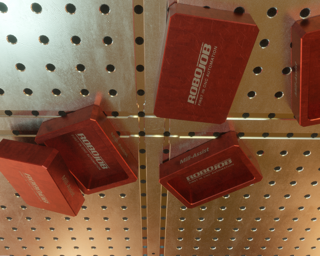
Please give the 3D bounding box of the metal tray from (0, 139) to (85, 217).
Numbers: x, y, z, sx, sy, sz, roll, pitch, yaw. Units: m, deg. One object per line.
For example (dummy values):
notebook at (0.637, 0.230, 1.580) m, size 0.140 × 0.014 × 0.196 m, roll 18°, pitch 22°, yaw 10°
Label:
metal tray at (-0.170, 0.074, 0.444) m, size 0.090 × 0.030 × 0.129 m, roll 8°, pitch 138°, yaw 16°

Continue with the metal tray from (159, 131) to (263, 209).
metal tray at (0.075, 0.067, 0.466) m, size 0.130 × 0.030 × 0.090 m, roll -28°, pitch 125°, yaw 21°

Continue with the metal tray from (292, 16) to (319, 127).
metal tray at (0.203, -0.066, 0.355) m, size 0.090 × 0.030 × 0.129 m, roll -12°, pitch 129°, yaw 9°

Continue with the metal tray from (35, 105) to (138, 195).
metal tray at (-0.098, 0.036, 0.437) m, size 0.090 × 0.030 × 0.130 m, roll -18°, pitch 128°, yaw 14°

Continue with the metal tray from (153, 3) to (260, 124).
metal tray at (0.046, -0.066, 0.353) m, size 0.091 × 0.030 × 0.129 m, roll 6°, pitch 130°, yaw -6°
